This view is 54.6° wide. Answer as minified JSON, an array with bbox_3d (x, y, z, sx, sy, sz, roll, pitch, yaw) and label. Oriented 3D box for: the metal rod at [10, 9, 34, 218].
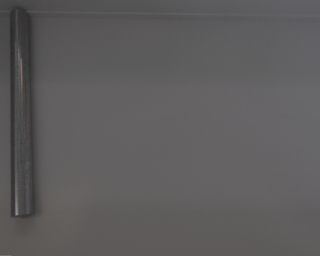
[{"bbox_3d":[-0.189,-0.034,0.420,0.025,0.025,0.299,-9,70,-3],"label":"metal rod"}]
